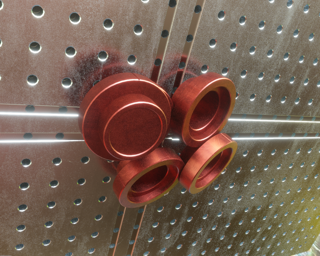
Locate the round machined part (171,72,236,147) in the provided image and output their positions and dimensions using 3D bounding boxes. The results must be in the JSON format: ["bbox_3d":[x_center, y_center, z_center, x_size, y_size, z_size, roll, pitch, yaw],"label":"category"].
[{"bbox_3d":[0.050,-0.027,0.401,0.099,0.042,0.097,-28,136,-30],"label":"round machined part"}]

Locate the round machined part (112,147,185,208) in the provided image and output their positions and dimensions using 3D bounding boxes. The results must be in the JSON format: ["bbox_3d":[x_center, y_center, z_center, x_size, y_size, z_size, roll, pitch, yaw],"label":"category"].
[{"bbox_3d":[-0.019,0.060,0.417,0.099,0.042,0.097,-24,144,-18],"label":"round machined part"}]

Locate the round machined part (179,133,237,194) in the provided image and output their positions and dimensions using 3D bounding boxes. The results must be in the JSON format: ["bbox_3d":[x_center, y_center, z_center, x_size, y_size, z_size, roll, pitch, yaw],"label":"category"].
[{"bbox_3d":[0.063,0.045,0.449,0.099,0.042,0.097,-35,150,-24],"label":"round machined part"}]

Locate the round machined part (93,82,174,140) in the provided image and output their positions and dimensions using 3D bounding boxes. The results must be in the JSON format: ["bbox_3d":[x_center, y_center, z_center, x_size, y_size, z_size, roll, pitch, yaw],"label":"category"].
[{"bbox_3d":[-0.036,-0.016,0.371,0.099,0.042,0.097,-14,125,-21],"label":"round machined part"}]

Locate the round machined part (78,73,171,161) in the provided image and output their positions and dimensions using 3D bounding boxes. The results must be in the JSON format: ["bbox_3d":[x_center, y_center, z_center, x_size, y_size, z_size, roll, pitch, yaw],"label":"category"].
[{"bbox_3d":[-0.032,-0.005,0.326,0.099,0.042,0.097,-14,125,-21],"label":"round machined part"}]
